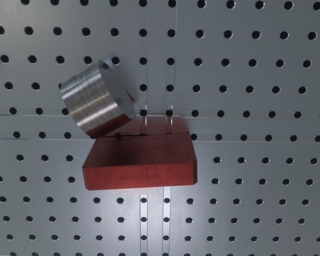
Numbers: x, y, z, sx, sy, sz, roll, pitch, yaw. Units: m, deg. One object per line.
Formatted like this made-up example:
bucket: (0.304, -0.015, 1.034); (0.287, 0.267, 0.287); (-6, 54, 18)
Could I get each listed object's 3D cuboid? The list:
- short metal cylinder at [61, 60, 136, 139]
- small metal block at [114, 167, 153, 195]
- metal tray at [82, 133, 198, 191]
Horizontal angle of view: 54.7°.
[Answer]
short metal cylinder: (-0.072, -0.034, 0.371); (0.050, 0.080, 0.080); (-28, 108, 10)
small metal block: (-0.034, 0.067, 0.424); (0.050, 0.050, 0.025); (3, 110, -1)
metal tray: (-0.023, 0.040, 0.393); (0.131, 0.090, 0.030); (-3, 110, 1)
